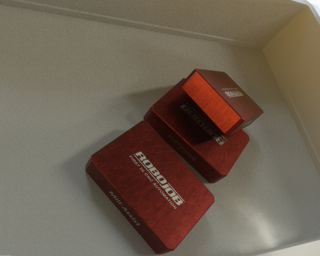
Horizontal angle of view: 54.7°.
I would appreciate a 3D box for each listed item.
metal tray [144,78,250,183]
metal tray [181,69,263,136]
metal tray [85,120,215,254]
[{"bbox_3d":[0.053,0.001,0.430,0.130,0.030,0.090,43,51,2],"label":"metal tray"},{"bbox_3d":[0.093,-0.040,0.437,0.090,0.030,0.131,49,26,14],"label":"metal tray"},{"bbox_3d":[-0.010,0.064,0.358,0.130,0.030,0.091,48,51,6],"label":"metal tray"}]
